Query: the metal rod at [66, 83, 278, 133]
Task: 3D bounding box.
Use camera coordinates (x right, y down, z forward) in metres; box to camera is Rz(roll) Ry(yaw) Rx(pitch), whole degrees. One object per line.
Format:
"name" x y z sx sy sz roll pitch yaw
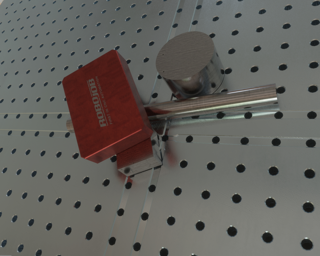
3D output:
"metal rod" 0.000 -0.022 0.421 0.301 0.025 0.025 -7 59 23

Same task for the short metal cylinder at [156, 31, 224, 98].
"short metal cylinder" 0.041 -0.083 0.420 0.080 0.050 0.080 -13 56 20

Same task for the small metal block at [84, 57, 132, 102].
"small metal block" -0.080 -0.074 0.477 0.050 0.050 0.025 -28 53 10

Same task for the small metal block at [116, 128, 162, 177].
"small metal block" -0.029 0.029 0.403 0.050 0.025 0.050 -21 54 15

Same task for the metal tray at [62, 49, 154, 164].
"metal tray" -0.073 -0.030 0.410 0.090 0.030 0.130 -27 64 11
